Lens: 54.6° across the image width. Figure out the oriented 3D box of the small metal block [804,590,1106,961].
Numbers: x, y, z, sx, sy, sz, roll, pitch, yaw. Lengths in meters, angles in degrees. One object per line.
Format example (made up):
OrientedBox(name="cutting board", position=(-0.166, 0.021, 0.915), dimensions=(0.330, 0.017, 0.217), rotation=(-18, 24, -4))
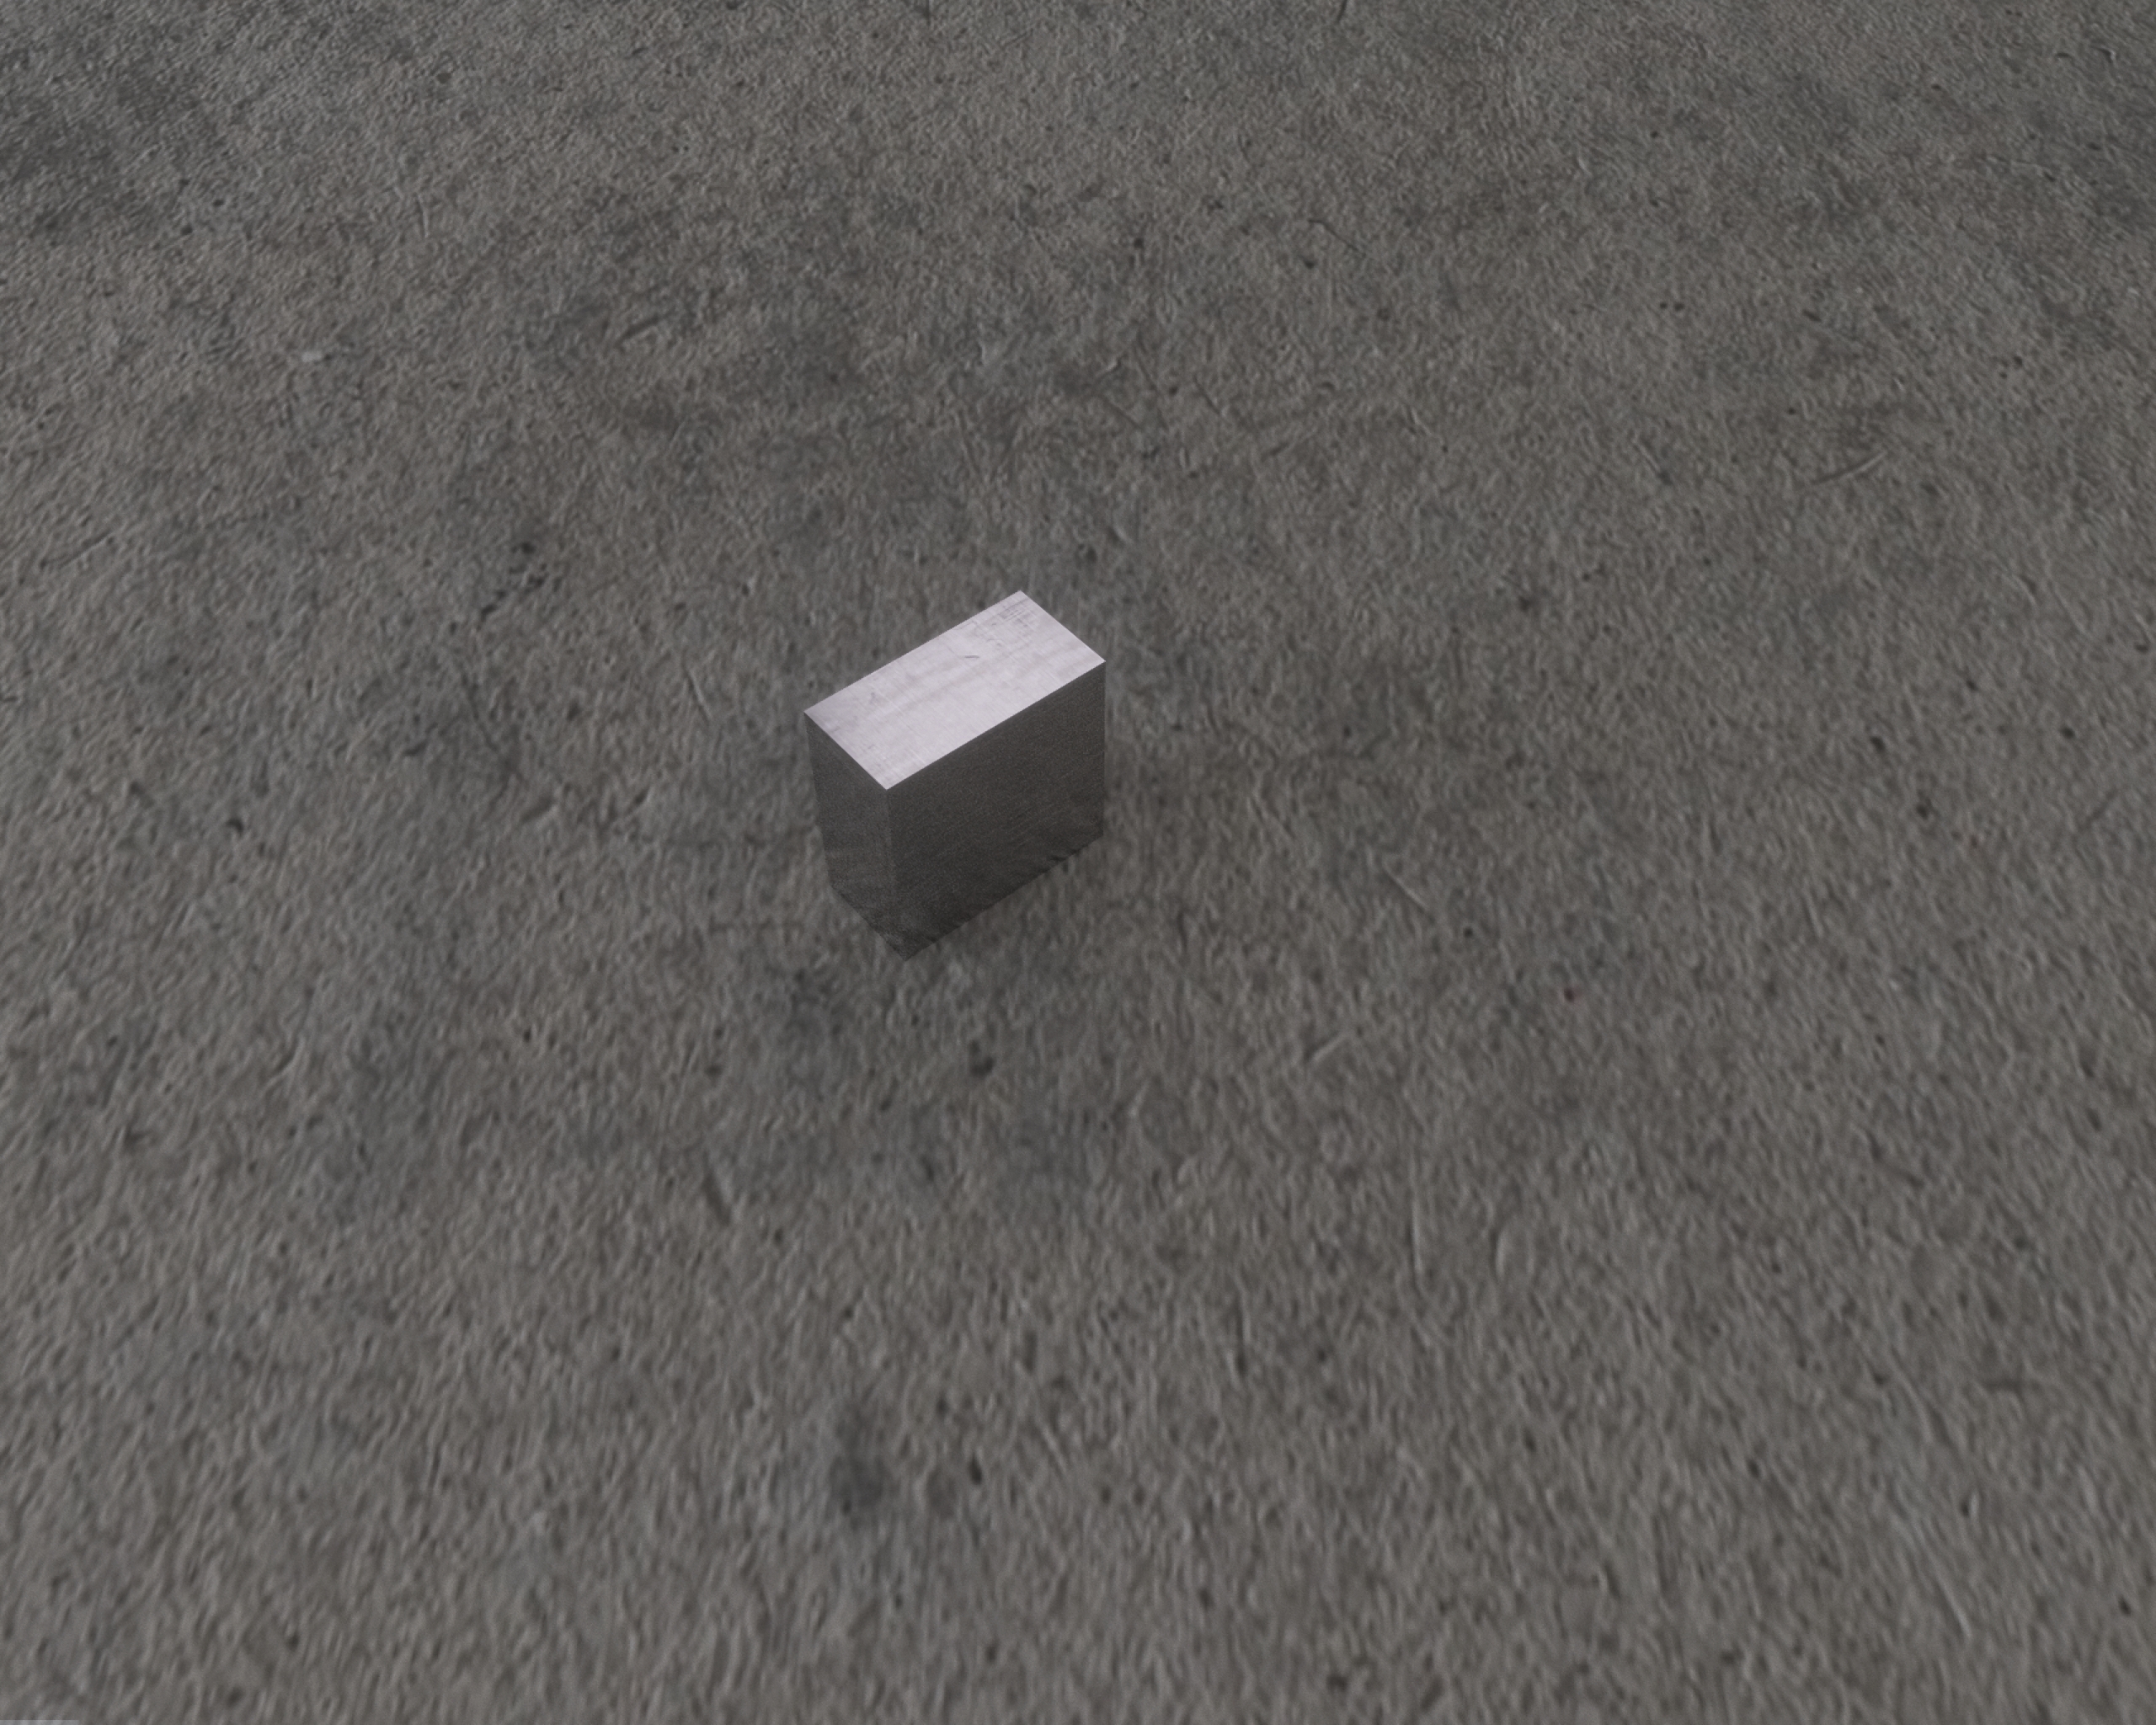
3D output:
OrientedBox(name="small metal block", position=(-0.022, -0.016, 0.401), dimensions=(0.050, 0.050, 0.025), rotation=(-33, 57, -24))
